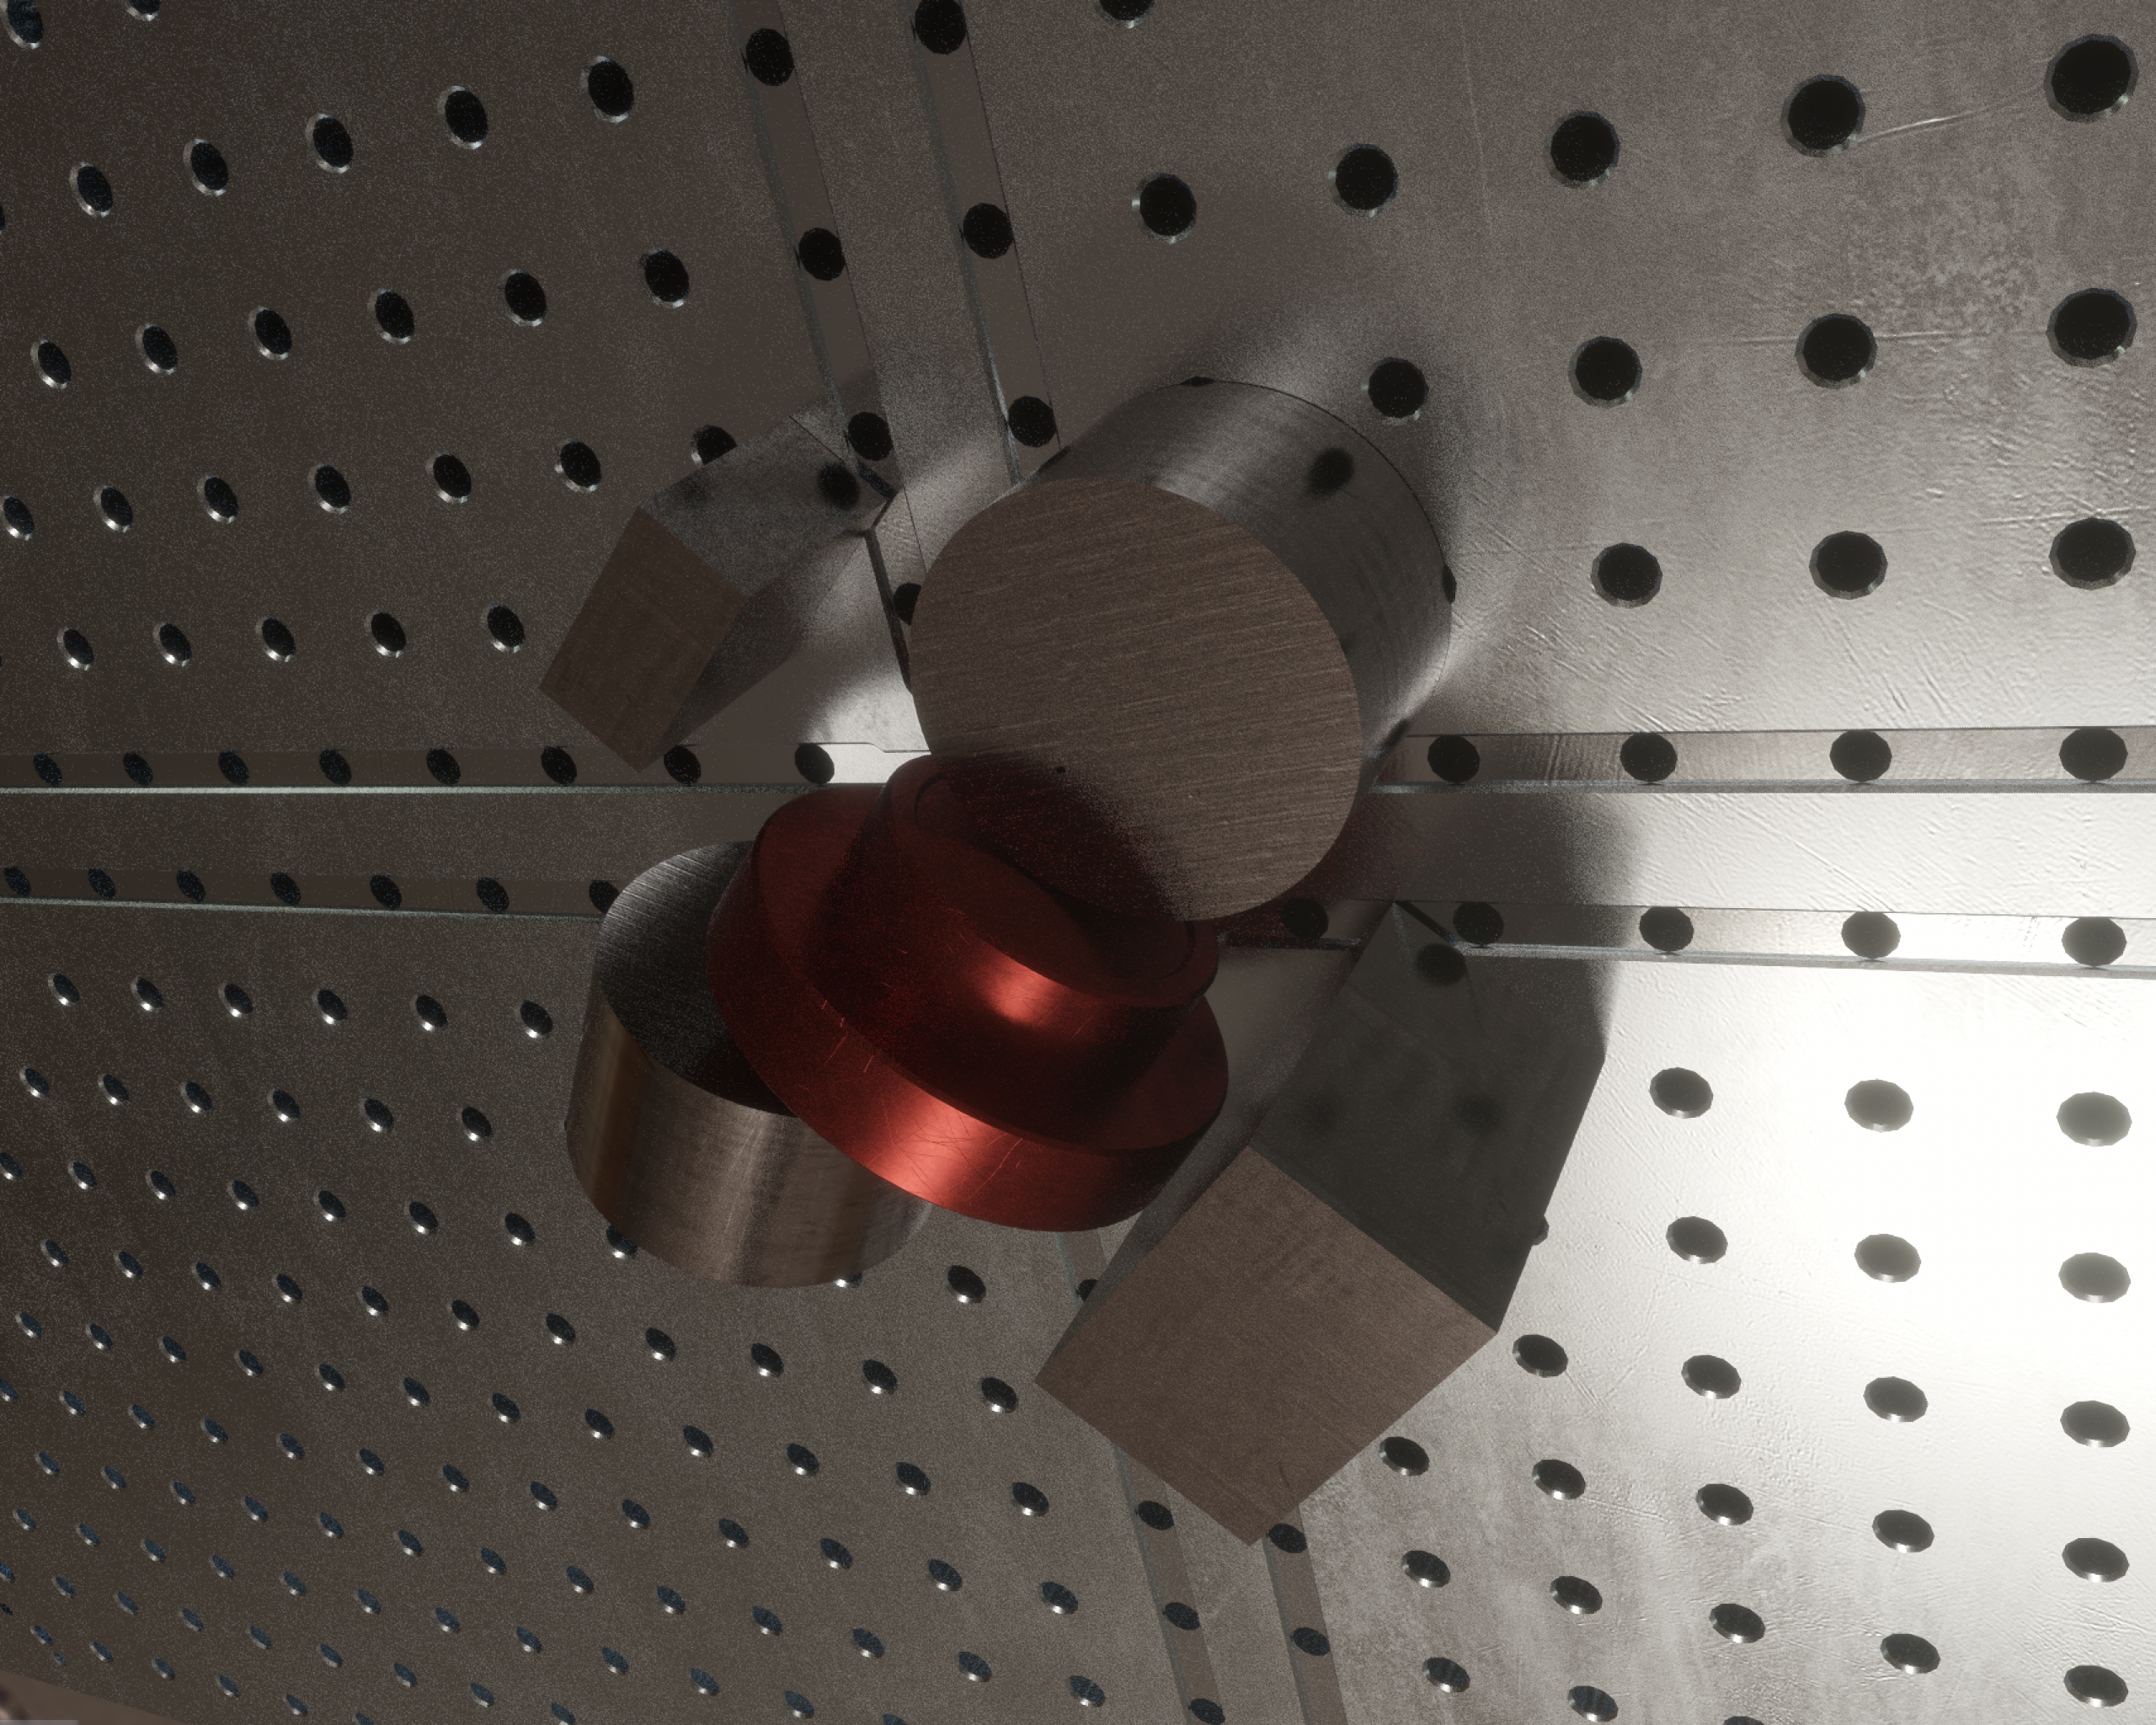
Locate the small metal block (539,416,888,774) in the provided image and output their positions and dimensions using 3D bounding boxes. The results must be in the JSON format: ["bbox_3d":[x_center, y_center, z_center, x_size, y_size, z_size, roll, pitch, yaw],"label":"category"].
[{"bbox_3d":[-0.069,-0.051,0.398,0.025,0.050,0.050,41,129,0],"label":"small metal block"}]

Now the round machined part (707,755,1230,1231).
[{"bbox_3d":[-0.014,0.017,0.381,0.098,0.098,0.042,35,117,4],"label":"round machined part"}]

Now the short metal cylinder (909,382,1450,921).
[{"bbox_3d":[0.018,-0.037,0.361,0.080,0.050,0.079,13,124,20],"label":"short metal cylinder"}]

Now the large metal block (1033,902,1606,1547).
[{"bbox_3d":[0.046,0.067,0.392,0.050,0.080,0.080,37,129,3],"label":"large metal block"}]

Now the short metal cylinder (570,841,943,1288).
[{"bbox_3d":[-0.061,0.040,0.431,0.080,0.080,0.050,27,128,10],"label":"short metal cylinder"}]
